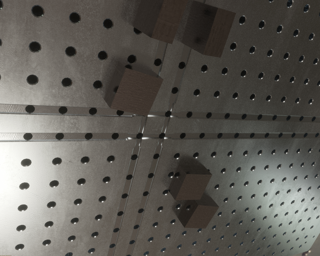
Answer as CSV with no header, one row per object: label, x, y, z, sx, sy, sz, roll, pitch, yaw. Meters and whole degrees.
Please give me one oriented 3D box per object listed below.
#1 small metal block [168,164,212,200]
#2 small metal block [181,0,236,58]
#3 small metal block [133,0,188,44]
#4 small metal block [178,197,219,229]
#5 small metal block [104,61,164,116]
small metal block,0.048,0.087,0.493,0.050,0.025,0.050,7,115,-32
small metal block,0.054,-0.114,0.356,0.025,0.050,0.050,2,118,-30
small metal block,0.000,-0.121,0.321,0.025,0.050,0.050,8,115,-32
small metal block,0.067,0.148,0.542,0.050,0.025,0.050,15,110,-35
small metal block,-0.031,-0.046,0.367,0.050,0.025,0.050,12,112,-34
